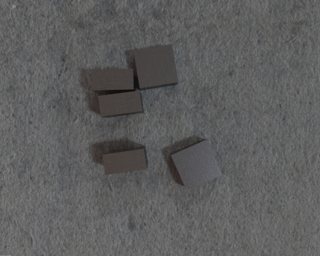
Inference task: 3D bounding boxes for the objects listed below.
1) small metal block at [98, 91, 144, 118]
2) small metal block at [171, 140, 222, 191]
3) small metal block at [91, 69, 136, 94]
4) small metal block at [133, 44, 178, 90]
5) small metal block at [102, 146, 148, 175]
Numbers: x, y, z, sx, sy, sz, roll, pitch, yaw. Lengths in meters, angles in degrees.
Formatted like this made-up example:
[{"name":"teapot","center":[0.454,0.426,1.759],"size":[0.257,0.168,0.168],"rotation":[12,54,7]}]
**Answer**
[{"name":"small metal block","center":[-0.048,-0.030,0.397],"size":[0.050,0.050,0.025],"rotation":[-8,90,0]},{"name":"small metal block","center":[0.047,0.048,0.411],"size":[0.050,0.025,0.050],"rotation":[-24,90,-1]},{"name":"small metal block","center":[-0.057,-0.058,0.397],"size":[0.050,0.050,0.025],"rotation":[-2,90,-1]},{"name":"small metal block","center":[-0.005,-0.080,0.410],"size":[0.050,0.025,0.050],"rotation":[-9,90,-1]},{"name":"small metal block","center":[-0.043,0.041,0.397],"size":[0.050,0.050,0.025],"rotation":[-8,90,0]}]
